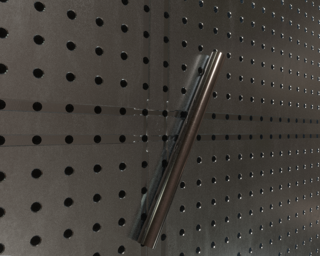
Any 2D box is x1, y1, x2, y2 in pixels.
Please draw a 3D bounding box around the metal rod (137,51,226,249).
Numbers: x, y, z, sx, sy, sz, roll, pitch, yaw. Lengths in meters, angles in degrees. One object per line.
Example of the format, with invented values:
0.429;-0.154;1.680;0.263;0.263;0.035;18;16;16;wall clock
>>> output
0.037;0.019;0.442;0.025;0.025;0.300;36;68;-35;metal rod
